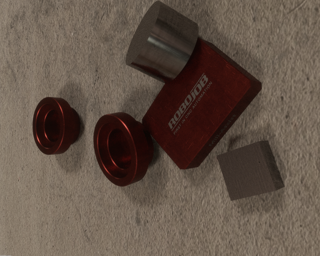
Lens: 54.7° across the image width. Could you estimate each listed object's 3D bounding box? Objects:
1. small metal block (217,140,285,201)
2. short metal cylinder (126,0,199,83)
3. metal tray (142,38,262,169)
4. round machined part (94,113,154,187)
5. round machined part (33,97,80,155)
[{"bbox_3d":[0.094,0.045,0.326,0.050,0.025,0.050,-25,74,37],"label":"small metal block"},{"bbox_3d":[0.001,-0.099,0.363,0.080,0.050,0.080,-48,28,38],"label":"short metal cylinder"},{"bbox_3d":[0.043,-0.026,0.365,0.090,0.030,0.129,49,118,28],"label":"metal tray"},{"bbox_3d":[-0.046,0.026,0.421,0.098,0.042,0.097,15,111,45],"label":"round machined part"},{"bbox_3d":[-0.176,-0.004,0.535,0.098,0.042,0.097,0,90,39],"label":"round machined part"}]
